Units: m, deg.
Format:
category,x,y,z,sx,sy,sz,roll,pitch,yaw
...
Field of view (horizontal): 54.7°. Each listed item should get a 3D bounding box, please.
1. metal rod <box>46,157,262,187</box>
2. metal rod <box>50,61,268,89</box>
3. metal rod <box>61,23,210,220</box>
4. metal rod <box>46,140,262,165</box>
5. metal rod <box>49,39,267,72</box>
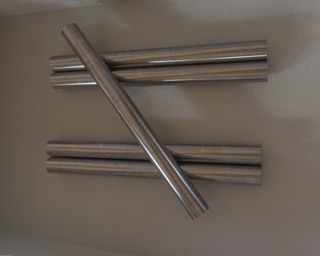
category,x,y,z,sx,sy,sz,roll,pitch,yaw
metal rod,-0.022,0.056,0.416,0.301,0.025,0.025,0,90,19
metal rod,-0.015,-0.069,0.414,0.301,0.025,0.025,1,90,19
metal rod,-0.038,-0.017,0.396,0.025,0.025,0.299,-40,78,16
metal rod,-0.021,0.031,0.416,0.301,0.025,0.025,0,90,19
metal rod,-0.016,-0.093,0.414,0.301,0.025,0.025,1,90,19
